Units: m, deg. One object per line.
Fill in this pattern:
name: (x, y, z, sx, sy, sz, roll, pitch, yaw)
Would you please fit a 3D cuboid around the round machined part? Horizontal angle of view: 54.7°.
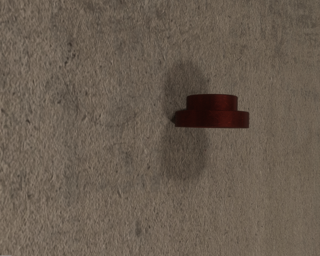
round machined part: (0.070, -0.022, 0.418, 0.099, 0.098, 0.042, 2, 89, -40)
